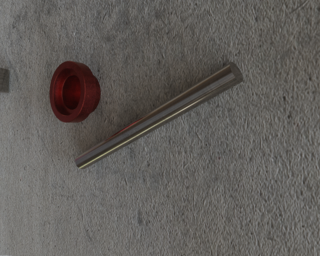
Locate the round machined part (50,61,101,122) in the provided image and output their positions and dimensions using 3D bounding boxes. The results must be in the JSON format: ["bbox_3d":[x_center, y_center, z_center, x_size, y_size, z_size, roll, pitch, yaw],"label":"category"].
[{"bbox_3d":[-0.135,-0.057,0.505,0.098,0.042,0.097,0,90,40],"label":"round machined part"}]

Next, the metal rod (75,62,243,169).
[{"bbox_3d":[-0.023,-0.002,0.423,0.299,0.025,0.025,-29,72,36],"label":"metal rod"}]

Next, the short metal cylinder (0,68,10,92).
[{"bbox_3d":[-0.375,-0.106,0.679,0.080,0.081,0.050,5,94,40],"label":"short metal cylinder"}]
